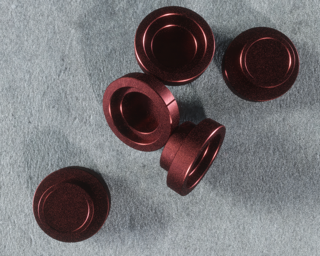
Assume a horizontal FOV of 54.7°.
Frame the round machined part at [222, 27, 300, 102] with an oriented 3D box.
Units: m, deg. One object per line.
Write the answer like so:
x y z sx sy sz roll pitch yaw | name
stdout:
0.134 -0.084 0.403 0.099 0.042 0.097 0 90 -1 | round machined part

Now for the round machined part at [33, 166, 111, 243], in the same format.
-0.116 0.100 0.400 0.099 0.042 0.097 0 90 -1 | round machined part

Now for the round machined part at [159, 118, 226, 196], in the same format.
0.036 0.030 0.378 0.042 0.098 0.098 31 90 22 | round machined part

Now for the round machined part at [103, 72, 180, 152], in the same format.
-0.019 -0.023 0.385 0.098 0.042 0.097 16 124 25 | round machined part

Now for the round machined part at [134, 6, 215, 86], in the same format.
0.017 -0.101 0.397 0.099 0.042 0.097 1 82 -4 | round machined part
